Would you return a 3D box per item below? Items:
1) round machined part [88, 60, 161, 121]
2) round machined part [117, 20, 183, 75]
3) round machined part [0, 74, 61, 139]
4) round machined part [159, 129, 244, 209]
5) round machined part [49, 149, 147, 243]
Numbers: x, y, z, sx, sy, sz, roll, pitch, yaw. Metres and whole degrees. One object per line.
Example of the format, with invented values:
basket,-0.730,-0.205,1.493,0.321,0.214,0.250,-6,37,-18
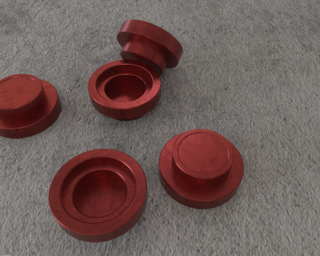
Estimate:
round machined part,-0.047,-0.048,0.432,0.099,0.042,0.098,0,51,0
round machined part,-0.019,-0.113,0.458,0.098,0.098,0.042,20,81,16
round machined part,-0.189,-0.036,0.421,0.099,0.042,0.098,0,50,0
round machined part,0.048,0.040,0.359,0.099,0.042,0.098,0,50,0
round machined part,-0.062,0.073,0.330,0.099,0.042,0.098,0,50,0
